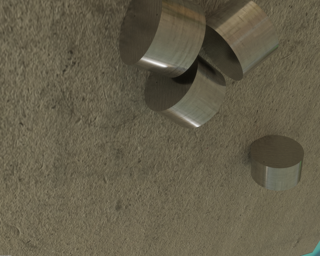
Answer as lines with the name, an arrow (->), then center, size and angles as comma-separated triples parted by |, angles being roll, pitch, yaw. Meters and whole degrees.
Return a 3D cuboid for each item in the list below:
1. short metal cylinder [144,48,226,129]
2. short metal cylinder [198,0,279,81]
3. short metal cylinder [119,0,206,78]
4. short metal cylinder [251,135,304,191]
short metal cylinder -> 0.028, -0.045, 0.358 | 0.050, 0.080, 0.080 | 29, 103, -38
short metal cylinder -> 0.087, -0.101, 0.356 | 0.050, 0.080, 0.080 | -39, 129, -2
short metal cylinder -> 0.000, -0.096, 0.312 | 0.050, 0.080, 0.079 | 11, 113, -33
short metal cylinder -> 0.191, 0.056, 0.510 | 0.081, 0.080, 0.050 | -23, 127, -15
